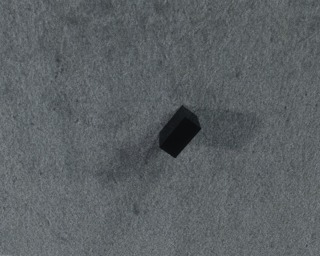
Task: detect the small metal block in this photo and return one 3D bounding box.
[{"bbox_3d":[0.024,0.004,0.398,0.025,0.050,0.050,36,106,-12],"label":"small metal block"}]
